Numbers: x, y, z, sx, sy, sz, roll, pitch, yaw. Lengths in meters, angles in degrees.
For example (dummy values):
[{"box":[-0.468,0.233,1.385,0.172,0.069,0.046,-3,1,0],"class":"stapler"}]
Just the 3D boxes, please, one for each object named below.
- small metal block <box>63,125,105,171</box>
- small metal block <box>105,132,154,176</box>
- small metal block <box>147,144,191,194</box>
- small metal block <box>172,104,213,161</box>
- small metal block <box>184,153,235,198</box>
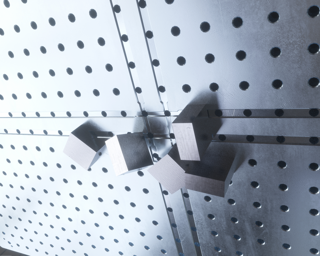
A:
[{"box":[-0.122,0.032,0.496,0.050,0.025,0.050,37,129,3],"class":"small metal block"},{"box":[-0.042,0.035,0.428,0.025,0.050,0.050,-28,76,38],"class":"small metal block"},{"box":[0.019,0.059,0.439,0.050,0.025,0.050,45,129,-3],"class":"small metal block"},{"box":[0.041,0.005,0.377,0.025,0.050,0.050,-1,118,29],"class":"small metal block"},{"box":[0.064,0.058,0.397,0.050,0.050,0.025,9,122,23],"class":"small metal block"}]
